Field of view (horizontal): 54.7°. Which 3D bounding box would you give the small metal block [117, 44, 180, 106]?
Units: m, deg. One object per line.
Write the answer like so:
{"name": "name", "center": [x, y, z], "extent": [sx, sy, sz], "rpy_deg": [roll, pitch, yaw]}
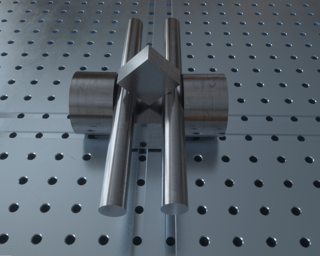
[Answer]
{"name": "small metal block", "center": [-0.013, -0.059, 0.354], "extent": [0.050, 0.050, 0.025], "rpy_deg": [-31, 41, 33]}

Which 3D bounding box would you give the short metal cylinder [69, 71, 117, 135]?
{"name": "short metal cylinder", "center": [-0.078, -0.031, 0.393], "extent": [0.050, 0.080, 0.080], "rpy_deg": [1, 50, 1]}

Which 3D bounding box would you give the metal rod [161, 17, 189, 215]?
{"name": "metal rod", "center": [0.015, -0.042, 0.374], "extent": [0.025, 0.025, 0.300], "rpy_deg": [1, 50, 0]}

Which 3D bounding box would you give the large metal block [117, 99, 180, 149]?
{"name": "large metal block", "center": [-0.013, -0.020, 0.403], "extent": [0.081, 0.050, 0.080], "rpy_deg": [1, 50, 0]}

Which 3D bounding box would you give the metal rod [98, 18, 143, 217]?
{"name": "metal rod", "center": [-0.040, -0.041, 0.372], "extent": [0.025, 0.025, 0.300], "rpy_deg": [1, 50, 0]}

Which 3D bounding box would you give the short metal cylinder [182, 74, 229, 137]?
{"name": "short metal cylinder", "center": [0.053, -0.028, 0.391], "extent": [0.050, 0.080, 0.080], "rpy_deg": [0, 50, 1]}
